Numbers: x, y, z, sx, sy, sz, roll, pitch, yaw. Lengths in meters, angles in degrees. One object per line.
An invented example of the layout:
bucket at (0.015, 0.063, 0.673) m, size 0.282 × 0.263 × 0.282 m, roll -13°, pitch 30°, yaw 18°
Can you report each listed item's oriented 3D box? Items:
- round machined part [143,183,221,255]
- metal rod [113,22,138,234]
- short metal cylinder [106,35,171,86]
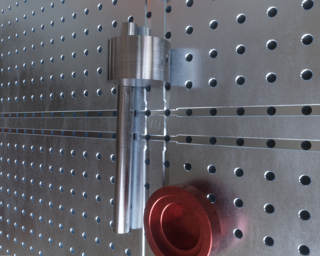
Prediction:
round machined part at (0.030, 0.115, 0.372) m, size 0.098 × 0.042 × 0.097 m, roll 0°, pitch 90°, yaw 39°
metal rod at (-0.051, 0.001, 0.448) m, size 0.025 × 0.025 × 0.298 m, roll 4°, pitch 92°, yaw 39°
short metal cylinder at (-0.027, -0.082, 0.394) m, size 0.080 × 0.081 × 0.050 m, roll 2°, pitch 91°, yaw 39°
